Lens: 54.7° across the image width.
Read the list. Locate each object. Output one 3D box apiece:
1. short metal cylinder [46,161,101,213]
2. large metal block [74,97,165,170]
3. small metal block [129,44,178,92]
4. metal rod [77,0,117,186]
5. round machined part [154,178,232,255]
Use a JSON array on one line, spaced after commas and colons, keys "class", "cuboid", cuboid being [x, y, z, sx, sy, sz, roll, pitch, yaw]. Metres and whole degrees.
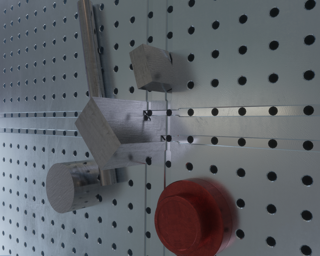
[{"class": "short metal cylinder", "cuboid": [-0.144, 0.096, 0.512, 0.080, 0.050, 0.079, 0, 90, 40]}, {"class": "large metal block", "cuboid": [-0.054, 0.006, 0.418, 0.050, 0.081, 0.080, -50, 61, 28]}, {"class": "small metal block", "cuboid": [-0.008, -0.076, 0.400, 0.025, 0.050, 0.050, -23, 76, 38]}, {"class": "metal rod", "cuboid": [-0.101, -0.060, 0.492, 0.025, 0.025, 0.298, -15, 80, 39]}, {"class": "round machined part", "cuboid": [0.032, 0.112, 0.372, 0.098, 0.042, 0.097, 0, 90, 40]}]
